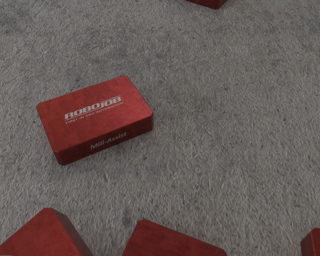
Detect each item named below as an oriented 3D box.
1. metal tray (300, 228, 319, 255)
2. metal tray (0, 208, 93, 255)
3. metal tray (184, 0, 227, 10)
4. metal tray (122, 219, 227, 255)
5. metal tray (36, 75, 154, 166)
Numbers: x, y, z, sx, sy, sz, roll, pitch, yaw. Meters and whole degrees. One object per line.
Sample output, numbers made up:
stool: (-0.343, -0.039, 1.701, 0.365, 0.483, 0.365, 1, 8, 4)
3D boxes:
metal tray: (0.204, 0.146, 0.278, 0.131, 0.030, 0.090, 6, 50, 5)
metal tray: (-0.116, 0.143, 0.255, 0.130, 0.030, 0.090, -41, 59, -11)
metal tray: (0.083, -0.299, 0.652, 0.130, 0.030, 0.090, 26, 55, 20)
metal tray: (-0.003, 0.156, 0.268, 0.090, 0.030, 0.130, 17, 52, 14)
metal tray: (-0.085, -0.015, 0.412, 0.131, 0.030, 0.090, -22, 54, -18)
